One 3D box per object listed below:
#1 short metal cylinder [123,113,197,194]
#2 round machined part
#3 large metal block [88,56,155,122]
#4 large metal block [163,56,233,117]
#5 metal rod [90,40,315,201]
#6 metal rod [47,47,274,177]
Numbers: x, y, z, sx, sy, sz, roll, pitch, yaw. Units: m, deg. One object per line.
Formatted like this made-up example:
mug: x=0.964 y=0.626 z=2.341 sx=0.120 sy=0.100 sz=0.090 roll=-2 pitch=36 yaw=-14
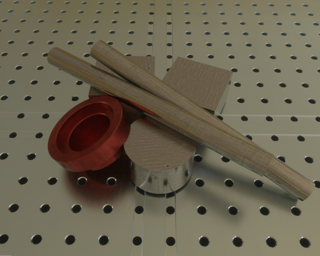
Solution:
short metal cylinder: x=0.000 y=0.029 z=0.361 sx=0.081 sy=0.050 sz=0.080 roll=0 pitch=50 yaw=0
round machined part: x=-0.078 y=0.011 z=0.367 sx=0.098 sy=0.042 sz=0.098 roll=-16 pitch=44 yaw=17
large metal block: x=-0.048 y=-0.055 z=0.428 sx=0.081 sy=0.050 sz=0.080 roll=1 pitch=50 yaw=0
large metal block: x=0.046 y=-0.045 z=0.423 sx=0.080 sy=0.050 sz=0.080 roll=19 pitch=53 yaw=15
metal rod: x=0.042 y=-0.014 z=0.366 sx=0.300 sy=0.025 sz=0.025 roll=35 pitch=57 yaw=9
metal rod: x=-0.016 y=-0.029 z=0.360 sx=0.300 sy=0.025 sz=0.025 roll=28 pitch=56 yaw=20
